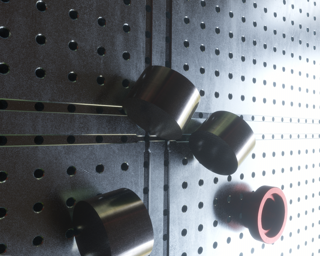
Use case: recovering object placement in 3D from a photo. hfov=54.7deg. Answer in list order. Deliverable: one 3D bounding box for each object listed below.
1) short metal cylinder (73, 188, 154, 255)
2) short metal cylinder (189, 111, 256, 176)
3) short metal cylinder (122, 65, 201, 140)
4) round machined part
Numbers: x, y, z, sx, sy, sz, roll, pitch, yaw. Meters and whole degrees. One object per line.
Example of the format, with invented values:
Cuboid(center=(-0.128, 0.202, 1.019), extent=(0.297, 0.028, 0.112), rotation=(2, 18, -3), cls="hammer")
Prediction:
Cuboid(center=(-0.052, 0.109, 0.330), extent=(0.050, 0.080, 0.079), rotation=(-10, 97, -40), cls="short metal cylinder")
Cuboid(center=(0.089, 0.022, 0.448), extent=(0.050, 0.080, 0.080), rotation=(-42, 116, -32), cls="short metal cylinder")
Cuboid(center=(0.002, -0.029, 0.375), extent=(0.080, 0.080, 0.050), rotation=(45, 63, -31), cls="short metal cylinder")
Cuboid(center=(0.183, 0.151, 0.552), extent=(0.099, 0.042, 0.097), rotation=(0, 90, -40), cls="round machined part")
